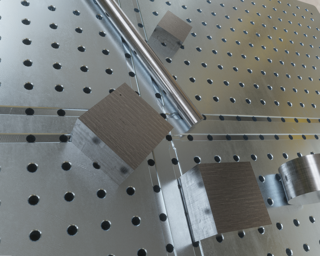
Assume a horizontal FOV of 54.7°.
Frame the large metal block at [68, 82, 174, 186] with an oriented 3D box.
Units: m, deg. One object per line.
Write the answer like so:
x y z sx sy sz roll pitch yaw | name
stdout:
-0.045 0.006 0.365 0.080 0.050 0.080 43 51 1 | large metal block

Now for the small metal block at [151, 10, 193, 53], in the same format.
0.021 -0.163 0.520 0.050 0.025 0.050 33 51 -7 | small metal block

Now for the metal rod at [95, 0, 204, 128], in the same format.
-0.033 -0.126 0.468 0.025 0.025 0.299 -28 77 -38 | metal rod

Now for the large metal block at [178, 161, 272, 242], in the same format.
0.078 0.089 0.382 0.081 0.050 0.080 1 61 -28 | large metal block

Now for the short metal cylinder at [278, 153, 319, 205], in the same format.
0.219 0.076 0.448 0.081 0.080 0.050 8 58 -25 | short metal cylinder
